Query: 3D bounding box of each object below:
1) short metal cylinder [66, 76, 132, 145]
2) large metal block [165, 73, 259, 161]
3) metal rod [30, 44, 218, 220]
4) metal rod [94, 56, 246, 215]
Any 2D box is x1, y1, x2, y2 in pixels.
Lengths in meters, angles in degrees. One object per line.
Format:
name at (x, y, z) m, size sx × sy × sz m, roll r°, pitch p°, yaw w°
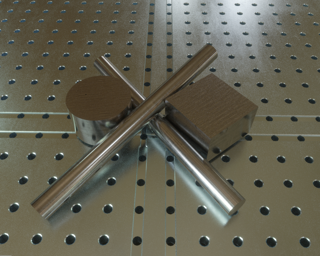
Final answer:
short metal cylinder at (-0.077, -0.023, 0.405) m, size 0.081 × 0.050 × 0.080 m, roll 0°, pitch 50°, yaw 0°
large metal block at (0.063, -0.015, 0.399) m, size 0.081 × 0.050 × 0.080 m, roll -31°, pitch 57°, yaw -24°
metal rod at (-0.029, -0.009, 0.383) m, size 0.025 × 0.025 × 0.301 m, roll 35°, pitch 66°, yaw 25°
metal rod at (-0.005, -0.008, 0.409) m, size 0.025 × 0.025 × 0.300 m, roll -29°, pitch 56°, yaw -22°
